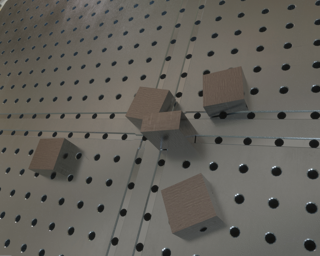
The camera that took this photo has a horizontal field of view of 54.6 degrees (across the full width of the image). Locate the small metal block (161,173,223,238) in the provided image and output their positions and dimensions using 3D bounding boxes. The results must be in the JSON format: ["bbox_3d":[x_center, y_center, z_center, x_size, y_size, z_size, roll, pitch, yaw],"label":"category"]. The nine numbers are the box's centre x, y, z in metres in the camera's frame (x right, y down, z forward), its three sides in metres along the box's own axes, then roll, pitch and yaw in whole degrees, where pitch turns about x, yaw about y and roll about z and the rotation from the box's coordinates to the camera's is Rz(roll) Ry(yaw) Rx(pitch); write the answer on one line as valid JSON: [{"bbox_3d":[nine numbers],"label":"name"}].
[{"bbox_3d":[0.034,0.085,0.339,0.050,0.025,0.050,-26,53,12],"label":"small metal block"}]

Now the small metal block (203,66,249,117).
[{"bbox_3d":[0.083,-0.046,0.394,0.050,0.025,0.050,-10,57,23],"label":"small metal block"}]

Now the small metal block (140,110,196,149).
[{"bbox_3d":[0.011,0.004,0.385,0.050,0.050,0.025,-5,60,26],"label":"small metal block"}]

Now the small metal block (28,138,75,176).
[{"bbox_3d":[-0.163,0.044,0.469,0.050,0.025,0.050,-3,60,27],"label":"small metal block"}]

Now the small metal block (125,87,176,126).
[{"bbox_3d":[-0.013,-0.028,0.433,0.050,0.025,0.050,11,67,33],"label":"small metal block"}]
